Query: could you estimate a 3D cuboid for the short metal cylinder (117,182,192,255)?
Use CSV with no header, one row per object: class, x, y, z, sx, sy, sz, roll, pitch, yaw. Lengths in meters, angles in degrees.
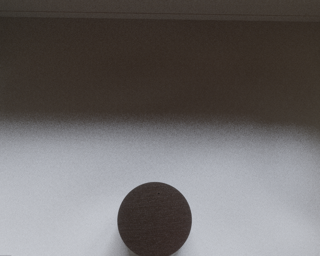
short metal cylinder,-0.006,0.106,0.357,0.081,0.050,0.080,0,70,0
